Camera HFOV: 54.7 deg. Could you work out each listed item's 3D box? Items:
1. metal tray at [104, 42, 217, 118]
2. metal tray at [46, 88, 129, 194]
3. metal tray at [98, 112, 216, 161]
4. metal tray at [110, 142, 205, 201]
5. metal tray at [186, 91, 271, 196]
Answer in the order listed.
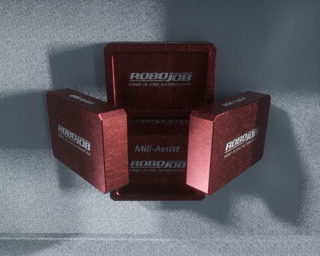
[{"bbox_3d":[0.001,-0.060,0.384,0.131,0.030,0.089,0,111,-1],"label":"metal tray"},{"bbox_3d":[-0.088,0.010,0.363,0.030,0.130,0.089,-17,116,-39],"label":"metal tray"},{"bbox_3d":[-0.004,0.007,0.377,0.131,0.090,0.030,0,110,-1],"label":"metal tray"},{"bbox_3d":[-0.003,0.054,0.425,0.131,0.030,0.089,0,110,-1],"label":"metal tray"},{"bbox_3d":[0.084,0.012,0.365,0.030,0.131,0.089,18,116,39],"label":"metal tray"}]
